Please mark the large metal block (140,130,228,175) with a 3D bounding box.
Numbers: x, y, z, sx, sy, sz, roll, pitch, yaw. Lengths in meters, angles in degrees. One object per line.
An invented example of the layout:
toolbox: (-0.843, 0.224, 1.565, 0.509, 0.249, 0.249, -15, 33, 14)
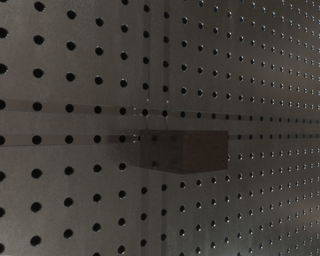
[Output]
large metal block: (0.031, 0.028, 0.401, 0.081, 0.080, 0.050, 1, 90, -40)
